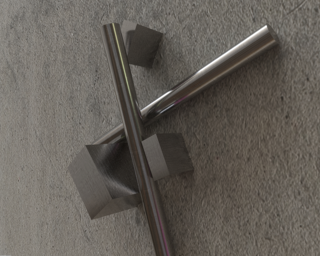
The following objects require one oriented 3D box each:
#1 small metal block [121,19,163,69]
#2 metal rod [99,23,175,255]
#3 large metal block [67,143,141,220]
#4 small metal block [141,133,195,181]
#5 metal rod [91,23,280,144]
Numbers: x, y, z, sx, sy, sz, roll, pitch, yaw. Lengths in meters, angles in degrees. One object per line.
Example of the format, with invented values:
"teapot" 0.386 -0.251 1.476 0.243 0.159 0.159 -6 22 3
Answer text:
"small metal block" -0.029 -0.110 0.410 0.025 0.050 0.050 30 109 36
"metal rod" -0.027 0.021 0.387 0.025 0.025 0.298 -10 95 39
"large metal block" -0.064 0.068 0.420 0.050 0.081 0.080 -47 62 29
"small metal block" 0.010 0.034 0.378 0.025 0.050 0.050 -30 72 36
"metal rod" 0.008 -0.032 0.396 0.299 0.025 0.025 -31 71 35
